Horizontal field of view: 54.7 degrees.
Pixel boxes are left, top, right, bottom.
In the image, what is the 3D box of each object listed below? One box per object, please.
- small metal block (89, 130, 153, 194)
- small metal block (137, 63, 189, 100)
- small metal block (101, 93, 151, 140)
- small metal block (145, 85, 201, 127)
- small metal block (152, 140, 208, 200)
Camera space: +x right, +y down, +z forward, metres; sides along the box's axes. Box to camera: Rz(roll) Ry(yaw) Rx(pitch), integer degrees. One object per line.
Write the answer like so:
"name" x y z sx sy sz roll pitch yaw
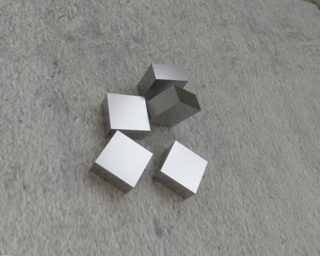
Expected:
"small metal block" -0.044 0.039 0.357 0.050 0.025 0.050 35 51 -6
"small metal block" 0.004 -0.062 0.429 0.050 0.050 0.025 -1 63 -29
"small metal block" -0.044 -0.014 0.390 0.050 0.025 0.050 3 60 -27
"small metal block" 0.017 -0.027 0.404 0.050 0.050 0.025 15 52 -51
"small metal block" 0.026 0.052 0.387 0.050 0.025 0.050 34 51 -6
